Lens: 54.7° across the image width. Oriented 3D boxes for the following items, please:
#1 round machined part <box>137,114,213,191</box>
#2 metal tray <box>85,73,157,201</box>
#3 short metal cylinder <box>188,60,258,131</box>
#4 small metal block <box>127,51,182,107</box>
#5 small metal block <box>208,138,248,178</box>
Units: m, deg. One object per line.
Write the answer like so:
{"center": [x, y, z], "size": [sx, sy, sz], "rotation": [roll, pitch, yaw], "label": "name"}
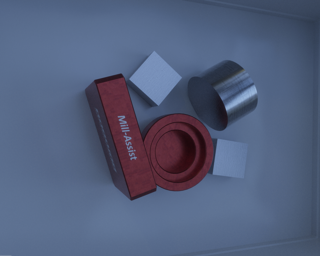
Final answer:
{"center": [0.017, 0.030, 0.406], "size": [0.099, 0.042, 0.097], "rotation": [0, 90, -21], "label": "round machined part"}
{"center": [-0.048, 0.009, 0.357], "size": [0.030, 0.090, 0.129], "rotation": [-18, 96, -19], "label": "metal tray"}
{"center": [0.081, -0.043, 0.411], "size": [0.050, 0.080, 0.080], "rotation": [-31, 101, -18], "label": "short metal cylinder"}
{"center": [-0.009, -0.063, 0.406], "size": [0.050, 0.025, 0.050], "rotation": [42, 77, -14], "label": "small metal block"}
{"center": [0.095, 0.043, 0.445], "size": [0.050, 0.025, 0.050], "rotation": [10, 86, -19], "label": "small metal block"}
